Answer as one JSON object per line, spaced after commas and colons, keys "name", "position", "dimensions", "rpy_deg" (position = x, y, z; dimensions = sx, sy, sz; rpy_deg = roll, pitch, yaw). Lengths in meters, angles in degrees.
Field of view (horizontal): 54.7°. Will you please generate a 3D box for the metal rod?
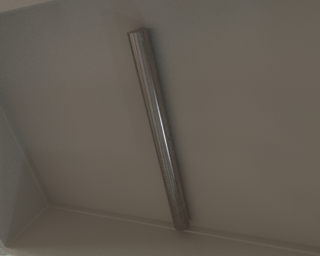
{"name": "metal rod", "position": [0.004, 0.020, 0.417], "dimensions": [0.025, 0.025, 0.298], "rpy_deg": [1, 119, 27]}
